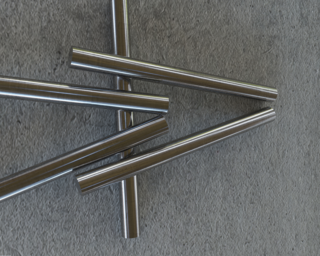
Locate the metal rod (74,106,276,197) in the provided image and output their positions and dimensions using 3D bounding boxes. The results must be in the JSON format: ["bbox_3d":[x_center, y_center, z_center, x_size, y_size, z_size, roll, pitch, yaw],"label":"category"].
[{"bbox_3d":[0.038,0.022,0.409,0.302,0.025,0.025,-18,97,-26],"label":"metal rod"}]

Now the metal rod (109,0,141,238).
[{"bbox_3d":[-0.045,-0.012,0.394,0.025,0.025,0.298,-3,91,-20],"label":"metal rod"}]

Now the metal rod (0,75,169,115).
[{"bbox_3d":[-0.138,-0.042,0.344,0.302,0.025,0.025,5,88,-15],"label":"metal rod"}]

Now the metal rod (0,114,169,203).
[{"bbox_3d":[-0.130,0.051,0.348,0.302,0.025,0.025,-22,98,-14],"label":"metal rod"}]

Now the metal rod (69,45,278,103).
[{"bbox_3d":[0.036,-0.065,0.407,0.302,0.025,0.025,6,88,-27],"label":"metal rod"}]
